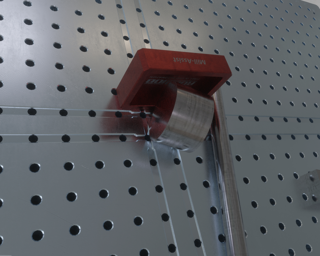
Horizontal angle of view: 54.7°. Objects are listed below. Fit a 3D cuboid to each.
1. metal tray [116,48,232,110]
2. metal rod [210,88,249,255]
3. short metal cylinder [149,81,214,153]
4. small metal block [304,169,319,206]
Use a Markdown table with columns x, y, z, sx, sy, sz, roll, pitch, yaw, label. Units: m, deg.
| x | y | z | sx | sy | sz | roll | pitch | yaw | label |
| --- | --- | --- | --- | --- | --- | --- | --- | --- | --- |
| 0.018 | -0.061 | 0.412 | 0.131 | 0.090 | 0.030 | -3 | 63 | -30 | metal tray |
| 0.088 | 0.036 | 0.432 | 0.025 | 0.025 | 0.299 | 12 | 57 | -22 | metal rod |
| 0.026 | -0.014 | 0.395 | 0.050 | 0.080 | 0.080 | 20 | 54 | -17 | short metal cylinder |
| 0.262 | 0.097 | 0.490 | 0.050 | 0.025 | 0.050 | 12 | 57 | -22 | small metal block |
